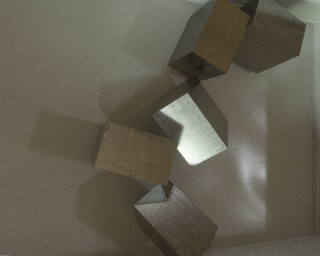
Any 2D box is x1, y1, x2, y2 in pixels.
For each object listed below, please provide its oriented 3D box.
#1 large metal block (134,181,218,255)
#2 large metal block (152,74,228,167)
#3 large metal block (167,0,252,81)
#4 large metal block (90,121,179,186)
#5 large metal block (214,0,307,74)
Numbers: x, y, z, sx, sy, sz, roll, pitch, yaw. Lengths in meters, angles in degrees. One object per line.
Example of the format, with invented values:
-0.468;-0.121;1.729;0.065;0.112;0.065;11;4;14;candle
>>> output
0.017;0.118;0.369;0.050;0.080;0.080;-38;62;-22;large metal block
0.042;-0.012;0.391;0.050;0.080;0.080;-32;104;23;large metal block
0.061;-0.112;0.405;0.050;0.080;0.080;28;81;-18;large metal block
-0.034;0.029;0.366;0.081;0.080;0.050;17;84;-15;large metal block
0.137;-0.126;0.430;0.080;0.080;0.050;25;72;-19;large metal block
